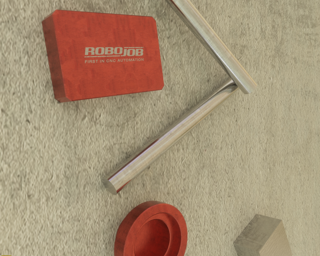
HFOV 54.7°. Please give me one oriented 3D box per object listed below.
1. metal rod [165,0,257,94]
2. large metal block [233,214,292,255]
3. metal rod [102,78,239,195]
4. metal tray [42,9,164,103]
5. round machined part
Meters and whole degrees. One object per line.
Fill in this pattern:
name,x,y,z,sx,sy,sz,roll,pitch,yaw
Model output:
metal rod,0.042,-0.153,0.424,0.300,0.025,0.025,42,64,-26
large metal block,0.183,0.213,0.546,0.081,0.050,0.080,-35,112,-35
metal rod,0.041,-0.010,0.440,0.302,0.025,0.025,-38,114,-34
metal tray,-0.058,-0.081,0.354,0.131,0.030,0.089,-13,98,-39
round machined part,-0.015,0.139,0.383,0.099,0.042,0.097,0,90,-40
